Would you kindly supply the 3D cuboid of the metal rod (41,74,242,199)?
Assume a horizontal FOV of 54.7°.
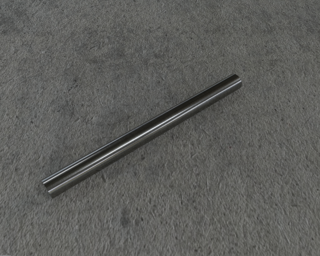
[{"bbox_3d":[-0.006,-0.001,0.406,0.302,0.025,0.025,-30,57,-23],"label":"metal rod"}]
